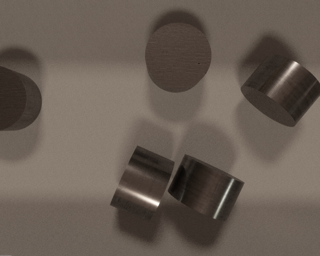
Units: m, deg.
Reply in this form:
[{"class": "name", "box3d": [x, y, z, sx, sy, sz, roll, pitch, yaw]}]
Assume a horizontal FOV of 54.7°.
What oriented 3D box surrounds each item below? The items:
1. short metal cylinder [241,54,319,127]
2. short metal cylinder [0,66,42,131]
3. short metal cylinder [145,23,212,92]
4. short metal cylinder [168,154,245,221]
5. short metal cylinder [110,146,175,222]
[{"class": "short metal cylinder", "box3d": [0.149, -0.046, 0.386, 0.080, 0.080, 0.050, 39, 90, -1]}, {"class": "short metal cylinder", "box3d": [-0.201, -0.036, 0.396, 0.081, 0.050, 0.079, 0, 90, -1]}, {"class": "short metal cylinder", "box3d": [0.022, -0.088, 0.399, 0.081, 0.050, 0.079, 0, 90, -1]}, {"class": "short metal cylinder", "box3d": [0.057, 0.072, 0.385, 0.080, 0.080, 0.050, 25, 90, -1]}, {"class": "short metal cylinder", "box3d": [-0.021, 0.068, 0.384, 0.050, 0.080, 0.080, 24, 90, 0]}]
